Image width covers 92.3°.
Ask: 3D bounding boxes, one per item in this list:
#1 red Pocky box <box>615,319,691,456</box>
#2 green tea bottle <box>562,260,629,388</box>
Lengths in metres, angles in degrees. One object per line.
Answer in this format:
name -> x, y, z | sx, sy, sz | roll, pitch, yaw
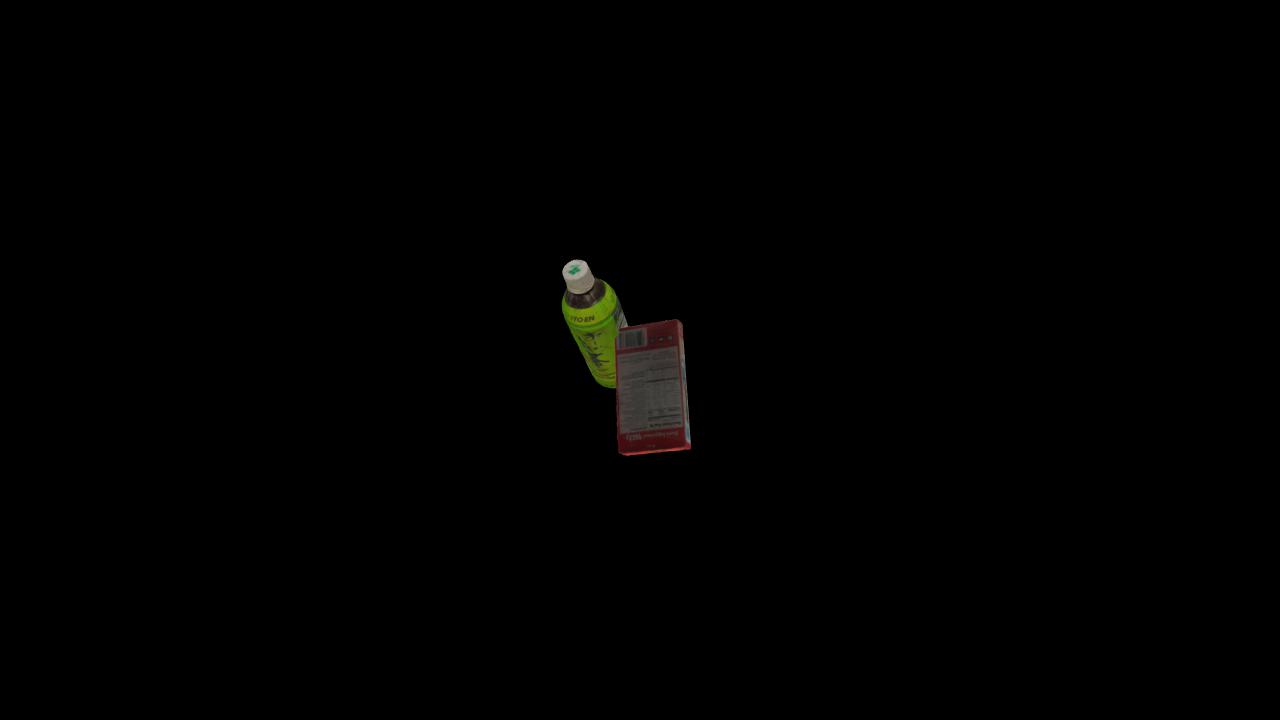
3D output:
red Pocky box -> 0.013, 0.033, 0.724 | 0.083, 0.155, 0.028 | -8, -19, 16
green tea bottle -> -0.051, -0.044, 0.765 | 0.073, 0.073, 0.212 | 0, -34, 12
